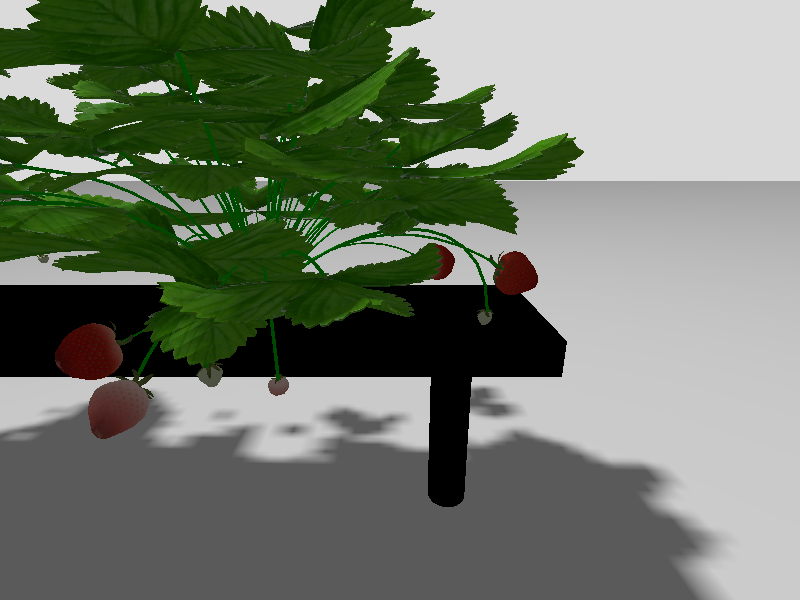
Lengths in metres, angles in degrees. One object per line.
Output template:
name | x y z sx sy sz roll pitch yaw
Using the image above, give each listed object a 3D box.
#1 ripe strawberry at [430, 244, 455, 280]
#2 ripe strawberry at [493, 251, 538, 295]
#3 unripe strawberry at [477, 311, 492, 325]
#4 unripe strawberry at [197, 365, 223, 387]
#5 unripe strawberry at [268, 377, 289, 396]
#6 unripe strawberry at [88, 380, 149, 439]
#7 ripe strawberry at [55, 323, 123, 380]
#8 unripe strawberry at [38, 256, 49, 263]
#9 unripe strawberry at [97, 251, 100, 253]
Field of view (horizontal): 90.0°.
ripe strawberry | 0.045 -0.044 0.462 0.041 0.041 0.038 -6 19 -31
ripe strawberry | 0.118 -0.025 0.400 0.045 0.044 0.042 18 14 -15
unripe strawberry | 0.058 0.012 0.276 0.010 0.010 0.011 9 20 25
unripe strawberry | -0.106 0.043 0.224 0.013 0.013 0.011 -2 19 -7
unripe strawberry | -0.064 0.046 0.211 0.011 0.010 0.010 -7 20 -19
unripe strawberry | -0.136 0.053 0.191 0.025 0.026 0.027 1 36 3
ripe strawberry | -0.185 0.032 0.238 0.029 0.033 0.032 8 21 23
unripe strawberry | -0.425 -0.048 0.477 0.010 0.010 0.009 -14 23 -36
unripe strawberry | -0.389 -0.060 0.532 0.021 0.022 0.020 -16 24 -40
